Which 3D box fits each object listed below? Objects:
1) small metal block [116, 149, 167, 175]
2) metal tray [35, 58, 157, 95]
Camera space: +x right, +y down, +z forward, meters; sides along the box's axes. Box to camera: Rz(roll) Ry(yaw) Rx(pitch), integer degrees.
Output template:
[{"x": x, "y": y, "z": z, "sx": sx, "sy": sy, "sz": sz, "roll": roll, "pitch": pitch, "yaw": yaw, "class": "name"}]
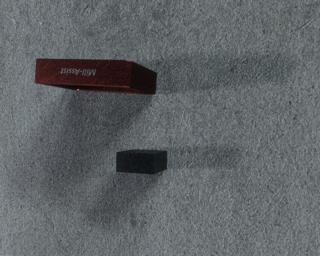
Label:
[{"x": -0.023, "y": 0.043, "z": 0.403, "sx": 0.050, "sy": 0.050, "sz": 0.025, "roll": 1, "pitch": 91, "yaw": 19, "class": "small metal block"}, {"x": -0.080, "y": -0.065, "z": 0.401, "sx": 0.130, "sy": 0.090, "sz": 0.030, "roll": 5, "pitch": 92, "yaw": 19, "class": "metal tray"}]
